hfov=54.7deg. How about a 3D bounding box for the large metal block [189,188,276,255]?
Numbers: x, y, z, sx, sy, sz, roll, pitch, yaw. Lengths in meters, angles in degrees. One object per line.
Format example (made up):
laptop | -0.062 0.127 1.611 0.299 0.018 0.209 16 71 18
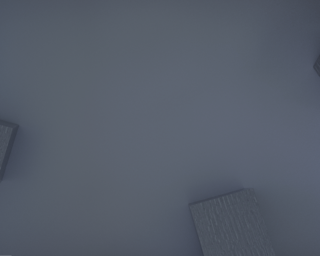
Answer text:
large metal block | 0.087 0.126 0.392 0.080 0.050 0.080 -16 78 0

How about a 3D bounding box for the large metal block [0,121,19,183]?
large metal block | -0.233 0.025 0.386 0.081 0.050 0.080 17 90 -17

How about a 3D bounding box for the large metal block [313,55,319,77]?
large metal block | 0.237 -0.087 0.370 0.050 0.080 0.079 14 125 0
